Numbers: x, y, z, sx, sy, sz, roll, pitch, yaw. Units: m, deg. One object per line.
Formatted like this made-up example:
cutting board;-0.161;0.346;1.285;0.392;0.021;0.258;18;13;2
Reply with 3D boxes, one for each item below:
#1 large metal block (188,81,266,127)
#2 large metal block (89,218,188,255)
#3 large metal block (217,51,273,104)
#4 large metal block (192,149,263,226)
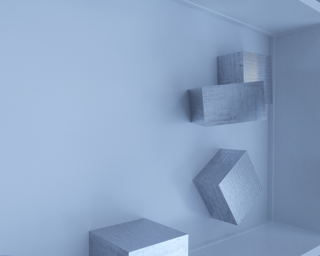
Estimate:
large metal block;0.089;-0.034;0.427;0.081;0.080;0.050;-7;95;-7
large metal block;-0.025;0.144;0.352;0.081;0.080;0.050;0;90;-40
large metal block;0.141;-0.078;0.511;0.081;0.050;0.079;-4;93;-40
large metal block;0.108;0.089;0.484;0.080;0.050;0.080;-42;116;-32
